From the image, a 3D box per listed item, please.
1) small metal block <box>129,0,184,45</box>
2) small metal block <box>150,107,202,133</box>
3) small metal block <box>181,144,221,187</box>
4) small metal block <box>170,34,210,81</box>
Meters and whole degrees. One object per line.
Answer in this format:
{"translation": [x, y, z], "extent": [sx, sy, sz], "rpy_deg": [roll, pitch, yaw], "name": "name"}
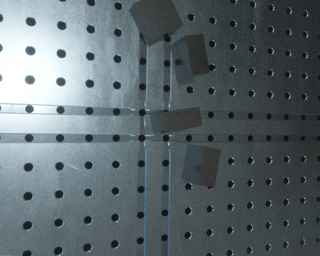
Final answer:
{"translation": [-0.005, -0.147, 0.412], "extent": [0.050, 0.025, 0.050], "rpy_deg": [-30, 100, -18], "name": "small metal block"}
{"translation": [0.020, -0.011, 0.408], "extent": [0.050, 0.050, 0.025], "rpy_deg": [-10, 94, -20], "name": "small metal block"}
{"translation": [0.055, 0.050, 0.421], "extent": [0.025, 0.050, 0.050], "rpy_deg": [12, 86, -20], "name": "small metal block"}
{"translation": [0.039, -0.093, 0.415], "extent": [0.025, 0.050, 0.050], "rpy_deg": [-12, 94, -20], "name": "small metal block"}
